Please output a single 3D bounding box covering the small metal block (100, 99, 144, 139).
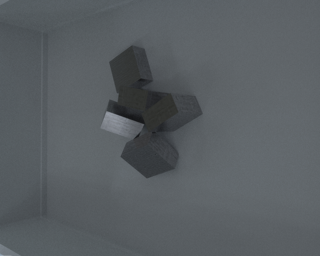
[{"bbox_3d":[-0.050,-0.012,0.419,0.050,0.050,0.025,-102,34,-67],"label":"small metal block"}]

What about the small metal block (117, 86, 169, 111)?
[{"bbox_3d":[-0.019,-0.038,0.406,0.050,0.050,0.025,15,100,39],"label":"small metal block"}]

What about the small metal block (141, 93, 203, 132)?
[{"bbox_3d":[0.015,-0.017,0.378,0.050,0.050,0.025,-33,70,35],"label":"small metal block"}]

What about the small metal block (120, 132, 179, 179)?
[{"bbox_3d":[-0.013,0.035,0.399,0.050,0.050,0.025,-26,32,37],"label":"small metal block"}]

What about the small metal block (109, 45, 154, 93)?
[{"bbox_3d":[-0.042,-0.081,0.441,0.050,0.025,0.050,-25,75,37],"label":"small metal block"}]
